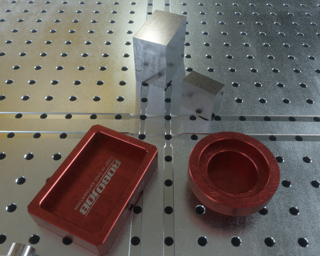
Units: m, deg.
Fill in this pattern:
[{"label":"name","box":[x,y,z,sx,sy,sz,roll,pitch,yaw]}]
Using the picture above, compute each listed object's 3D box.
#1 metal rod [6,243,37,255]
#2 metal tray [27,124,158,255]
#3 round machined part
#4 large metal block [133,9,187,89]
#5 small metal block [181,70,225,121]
[{"label":"metal rod","box":[-0.158,0.232,0.210,0.025,0.025,0.300,7,50,6]},{"label":"metal tray","box":[-0.069,0.062,0.351,0.090,0.030,0.130,20,53,15]},{"label":"round machined part","box":[0.080,0.054,0.352,0.099,0.042,0.098,0,50,0]},{"label":"large metal block","box":[0.001,-0.120,0.473,0.050,0.080,0.080,18,52,14]},{"label":"small metal block","box":[0.058,-0.045,0.430,0.050,0.050,0.025,30,56,22]}]
